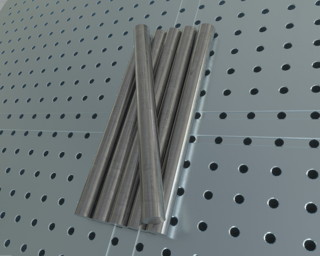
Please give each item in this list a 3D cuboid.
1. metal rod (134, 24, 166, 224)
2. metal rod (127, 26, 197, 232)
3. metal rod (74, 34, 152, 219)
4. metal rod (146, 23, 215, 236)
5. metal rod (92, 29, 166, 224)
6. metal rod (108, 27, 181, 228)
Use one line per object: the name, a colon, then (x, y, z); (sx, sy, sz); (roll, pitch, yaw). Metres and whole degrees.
metal rod: (-0.018, -0.029, 0.404); (0.025, 0.025, 0.300); (-18, 55, 18)
metal rod: (0.010, -0.016, 0.415); (0.025, 0.025, 0.300); (1, 62, 29)
metal rod: (-0.060, -0.020, 0.451); (0.025, 0.025, 0.300); (1, 62, 29)
metal rod: (0.033, -0.016, 0.402); (0.025, 0.025, 0.300); (1, 62, 29)
metal rod: (-0.034, -0.018, 0.437); (0.025, 0.025, 0.300); (1, 62, 29)
metal rod: (-0.013, -0.017, 0.425); (0.025, 0.025, 0.300); (1, 62, 29)
